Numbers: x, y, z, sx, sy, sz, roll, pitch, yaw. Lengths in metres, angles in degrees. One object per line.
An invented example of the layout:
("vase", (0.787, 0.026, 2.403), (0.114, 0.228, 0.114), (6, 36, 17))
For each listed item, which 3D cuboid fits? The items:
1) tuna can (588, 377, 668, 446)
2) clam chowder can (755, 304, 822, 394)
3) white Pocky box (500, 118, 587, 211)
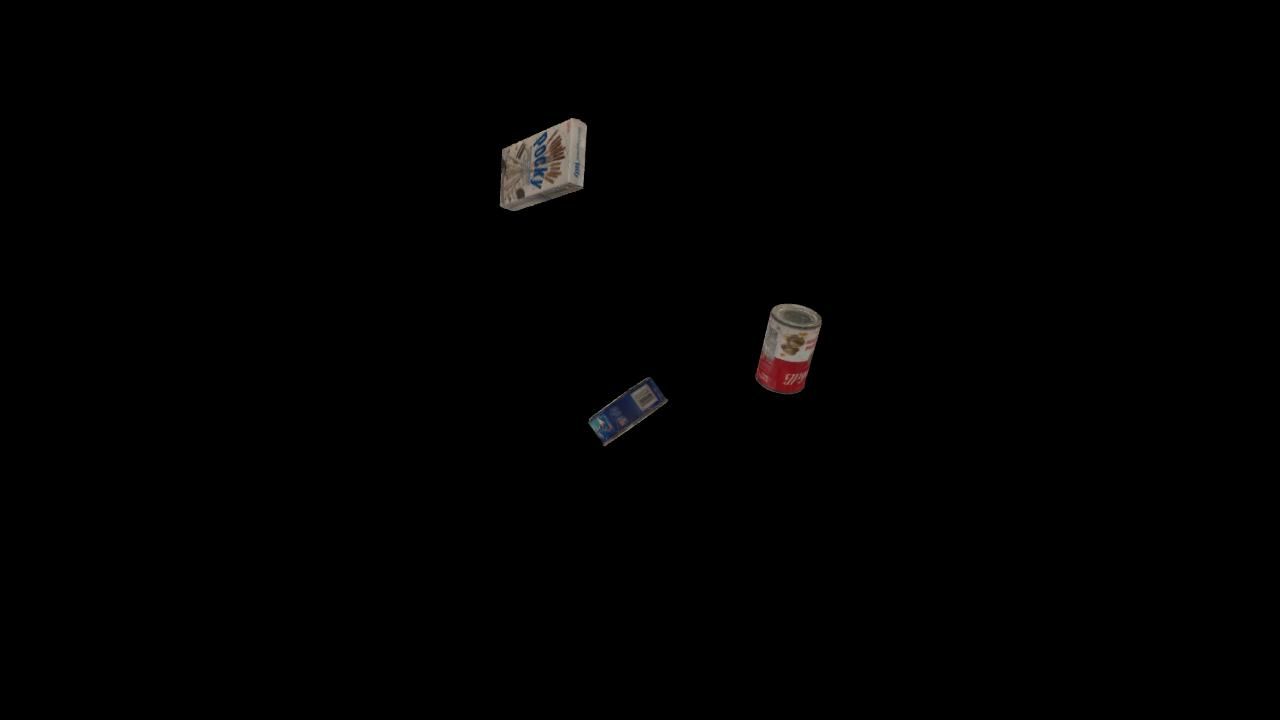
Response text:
("tuna can", (-0.013, 0.054, 0.653), (0.084, 0.034, 0.084), (-36, -3, -2))
("clam chowder can", (0.195, -0.015, 0.813), (0.068, 0.102, 0.068), (4, 31, -3))
("white Pocky box", (-0.128, -0.249, 0.797), (0.154, 0.084, 0.028), (-1, -5, 45))
